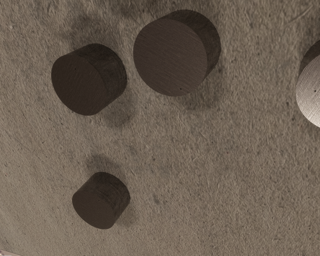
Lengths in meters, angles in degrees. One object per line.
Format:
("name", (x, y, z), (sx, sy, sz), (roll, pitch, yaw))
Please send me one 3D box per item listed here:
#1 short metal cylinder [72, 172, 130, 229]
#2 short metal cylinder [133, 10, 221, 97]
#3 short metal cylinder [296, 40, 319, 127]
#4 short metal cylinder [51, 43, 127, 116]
("short metal cylinder", (-0.097, 0.120, 0.514), (0.080, 0.050, 0.079), (13, 124, 20))
("short metal cylinder", (0.019, -0.080, 0.330), (0.080, 0.050, 0.079), (13, 124, 20))
("short metal cylinder", (0.167, -0.042, 0.277), (0.080, 0.050, 0.079), (13, 124, 20))
("short metal cylinder", (-0.090, -0.062, 0.398), (0.080, 0.050, 0.079), (13, 124, 20))
